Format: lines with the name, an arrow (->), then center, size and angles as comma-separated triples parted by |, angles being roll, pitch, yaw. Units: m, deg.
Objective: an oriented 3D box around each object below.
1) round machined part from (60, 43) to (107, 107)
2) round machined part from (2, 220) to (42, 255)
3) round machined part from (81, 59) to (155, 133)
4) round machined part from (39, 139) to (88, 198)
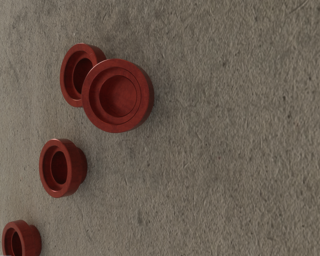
round machined part -> -0.111, -0.080, 0.486 | 0.098, 0.042, 0.097 | 0, 90, 40
round machined part -> -0.274, 0.233, 0.621 | 0.098, 0.042, 0.097 | 0, 90, 40
round machined part -> -0.054, -0.043, 0.424 | 0.098, 0.042, 0.097 | 1, 94, 18
round machined part -> -0.161, 0.066, 0.527 | 0.098, 0.042, 0.097 | 0, 90, 40
